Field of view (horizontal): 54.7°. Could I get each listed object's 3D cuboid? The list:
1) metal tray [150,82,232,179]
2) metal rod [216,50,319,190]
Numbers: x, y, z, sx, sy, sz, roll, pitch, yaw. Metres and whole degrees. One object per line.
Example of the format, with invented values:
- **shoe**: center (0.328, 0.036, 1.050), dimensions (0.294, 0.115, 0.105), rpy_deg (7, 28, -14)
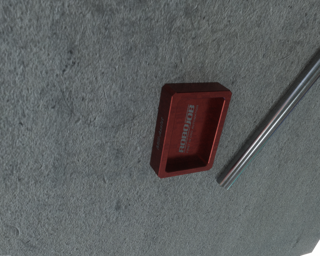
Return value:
- **metal tray**: center (0.040, 0.004, 0.427), dimensions (0.091, 0.030, 0.129), rpy_deg (-5, 121, -26)
- **metal rod**: center (0.192, -0.023, 0.497), dimensions (0.025, 0.025, 0.299), rpy_deg (28, 103, -38)
